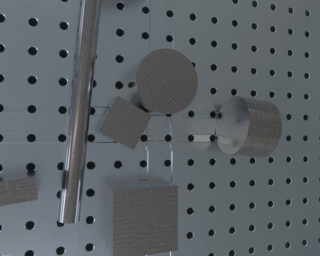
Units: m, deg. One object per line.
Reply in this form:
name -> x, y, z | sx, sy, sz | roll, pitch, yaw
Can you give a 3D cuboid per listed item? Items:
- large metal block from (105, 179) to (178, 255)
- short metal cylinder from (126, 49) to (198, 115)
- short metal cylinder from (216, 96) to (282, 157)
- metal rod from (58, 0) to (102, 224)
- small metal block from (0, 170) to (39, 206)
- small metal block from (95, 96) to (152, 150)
large metal block -> -0.024, 0.111, 0.390 | 0.081, 0.050, 0.080 | 0, 90, -20
short metal cylinder -> 0.001, -0.057, 0.400 | 0.081, 0.050, 0.080 | 0, 90, -20
short metal cylinder -> 0.120, -0.001, 0.427 | 0.050, 0.080, 0.080 | 7, 88, -20
metal rod -> -0.096, -0.037, 0.377 | 0.025, 0.025, 0.298 | 6, 88, -20
small metal block -> -0.162, 0.066, 0.340 | 0.050, 0.050, 0.025 | -6, 93, -20
small metal block -> -0.046, -0.006, 0.395 | 0.050, 0.025, 0.050 | 30, 80, -18
